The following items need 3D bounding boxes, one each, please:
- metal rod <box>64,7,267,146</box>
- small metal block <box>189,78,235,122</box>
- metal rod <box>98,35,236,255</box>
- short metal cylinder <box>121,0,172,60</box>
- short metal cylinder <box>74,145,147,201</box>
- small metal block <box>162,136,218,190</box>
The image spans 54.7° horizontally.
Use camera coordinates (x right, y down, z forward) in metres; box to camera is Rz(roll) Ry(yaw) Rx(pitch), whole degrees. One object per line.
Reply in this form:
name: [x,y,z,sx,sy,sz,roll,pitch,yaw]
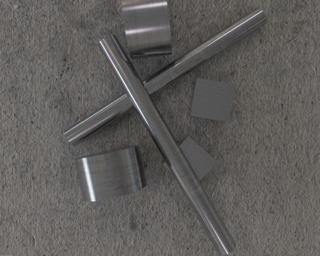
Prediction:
metal rod: [0.007,-0.067,0.409,0.301,0.025,0.025,-33,90,0]
small metal block: [0.068,-0.036,0.410,0.050,0.025,0.050,10,90,0]
metal rod: [0.009,0.021,0.384,0.025,0.025,0.299,-30,91,0]
short metal cylinder: [-0.016,-0.128,0.382,0.050,0.080,0.080,-8,90,0]
short metal cylinder: [-0.060,0.054,0.382,0.080,0.080,0.050,-12,90,0]
small metal block: [0.039,0.045,0.410,0.050,0.025,0.050,42,90,0]
